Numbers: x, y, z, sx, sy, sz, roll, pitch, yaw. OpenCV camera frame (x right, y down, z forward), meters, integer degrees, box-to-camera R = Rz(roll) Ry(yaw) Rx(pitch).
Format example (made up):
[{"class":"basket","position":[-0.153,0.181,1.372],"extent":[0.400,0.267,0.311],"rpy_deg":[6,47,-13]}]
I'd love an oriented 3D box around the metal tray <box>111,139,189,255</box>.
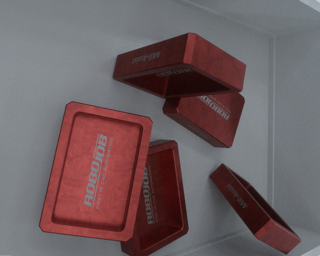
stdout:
[{"class":"metal tray","position":[-0.012,0.086,0.395],"extent":[0.091,0.030,0.129],"rpy_deg":[-13,99,-39]}]

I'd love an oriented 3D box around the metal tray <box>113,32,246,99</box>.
[{"class":"metal tray","position":[0.018,-0.064,0.355],"extent":[0.091,0.130,0.030],"rpy_deg":[17,79,-39]}]

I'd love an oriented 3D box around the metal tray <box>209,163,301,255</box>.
[{"class":"metal tray","position":[0.137,0.116,0.459],"extent":[0.090,0.130,0.030],"rpy_deg":[35,101,-35]}]

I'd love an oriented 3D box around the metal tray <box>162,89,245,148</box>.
[{"class":"metal tray","position":[0.071,-0.035,0.465],"extent":[0.130,0.030,0.090],"rpy_deg":[32,70,-36]}]

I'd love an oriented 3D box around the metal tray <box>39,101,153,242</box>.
[{"class":"metal tray","position":[-0.064,0.045,0.325],"extent":[0.091,0.030,0.129],"rpy_deg":[12,82,-11]}]
